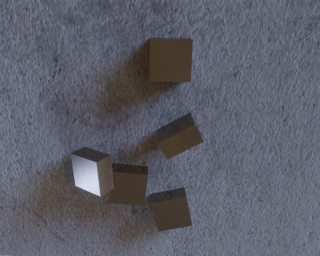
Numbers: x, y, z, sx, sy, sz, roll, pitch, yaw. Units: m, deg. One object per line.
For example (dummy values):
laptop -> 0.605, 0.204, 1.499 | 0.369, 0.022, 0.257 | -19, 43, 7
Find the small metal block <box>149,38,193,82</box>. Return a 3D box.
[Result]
small metal block -> 0.013, -0.084, 0.379 | 0.050, 0.025, 0.050 | 1, 110, -1

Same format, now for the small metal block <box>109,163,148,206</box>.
small metal block -> -0.044, 0.080, 0.439 | 0.050, 0.025, 0.050 | 6, 110, -3

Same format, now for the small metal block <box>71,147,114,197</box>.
small metal block -> -0.091, 0.058, 0.417 | 0.050, 0.025, 0.050 | 13, 115, 34

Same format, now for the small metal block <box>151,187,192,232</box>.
small metal block -> 0.017, 0.120, 0.454 | 0.050, 0.025, 0.050 | -11, 110, 3

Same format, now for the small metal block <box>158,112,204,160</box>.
small metal block -> 0.025, 0.009, 0.400 | 0.050, 0.050, 0.025 | -27, 108, 9
